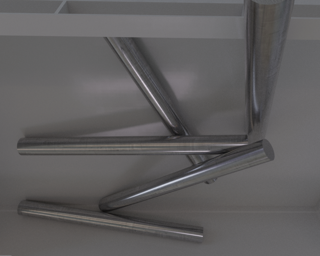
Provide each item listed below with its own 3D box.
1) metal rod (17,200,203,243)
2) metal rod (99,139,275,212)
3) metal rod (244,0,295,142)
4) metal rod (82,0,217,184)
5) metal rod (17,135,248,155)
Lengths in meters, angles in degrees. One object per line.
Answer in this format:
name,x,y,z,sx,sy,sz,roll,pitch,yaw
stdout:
metal rod,-0.082,0.150,0.501,0.302,0.025,0.025,7,131,6
metal rod,0.013,0.077,0.428,0.299,0.025,0.025,-27,127,38
metal rod,0.092,-0.028,0.287,0.025,0.025,0.300,-14,160,11
metal rod,0.006,-0.025,0.387,0.025,0.025,0.300,-22,127,18
metal rod,-0.042,0.023,0.404,0.301,0.025,0.025,-1,131,10
